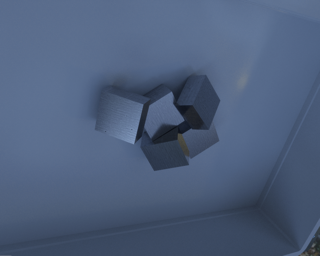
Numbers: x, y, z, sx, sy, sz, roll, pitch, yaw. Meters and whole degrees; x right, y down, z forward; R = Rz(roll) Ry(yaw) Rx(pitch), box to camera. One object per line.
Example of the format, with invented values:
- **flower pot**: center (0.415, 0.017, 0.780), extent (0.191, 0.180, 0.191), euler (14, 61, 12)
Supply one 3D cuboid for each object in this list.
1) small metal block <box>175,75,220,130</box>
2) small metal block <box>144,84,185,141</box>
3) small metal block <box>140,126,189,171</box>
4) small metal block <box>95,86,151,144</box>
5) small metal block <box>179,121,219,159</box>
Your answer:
- **small metal block**: center (0.051, -0.032, 0.401), extent (0.050, 0.025, 0.050), euler (51, 53, -40)
- **small metal block**: center (-0.003, -0.019, 0.394), extent (0.050, 0.025, 0.050), euler (-33, 129, -7)
- **small metal block**: center (0.008, 0.029, 0.415), extent (0.050, 0.025, 0.050), euler (-12, 130, 17)
- **small metal block**: center (-0.043, -0.016, 0.357), extent (0.050, 0.025, 0.050), euler (20, 114, 10)
- **small metal block**: center (0.052, 0.008, 0.442), extent (0.050, 0.025, 0.050), euler (-31, 129, -8)
